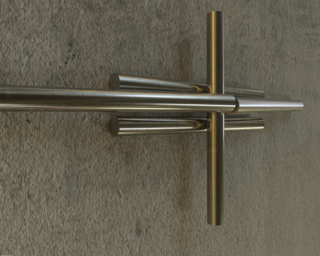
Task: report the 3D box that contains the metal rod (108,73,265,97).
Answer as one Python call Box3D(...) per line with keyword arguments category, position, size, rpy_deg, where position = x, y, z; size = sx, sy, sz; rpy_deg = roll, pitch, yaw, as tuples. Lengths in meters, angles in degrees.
Box3D(category="metal rod", position=(0.062, -0.055, 0.459), size=(0.302, 0.025, 0.025), rpy_deg=(-1, 91, -40))

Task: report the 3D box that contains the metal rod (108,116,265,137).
Box3D(category="metal rod", position=(0.062, -0.005, 0.460), size=(0.302, 0.025, 0.025), rpy_deg=(-1, 91, -40))

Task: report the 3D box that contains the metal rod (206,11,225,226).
Box3D(category="metal rod", position=(0.079, -0.013, 0.443), size=(0.025, 0.025, 0.298), rpy_deg=(0, 90, -40))

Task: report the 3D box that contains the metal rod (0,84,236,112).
Box3D(category="metal rod", position=(-0.035, -0.030, 0.345), size=(0.303, 0.025, 0.025), rpy_deg=(-2, 91, -31))

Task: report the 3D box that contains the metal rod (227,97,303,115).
Box3D(category="metal rod", position=(0.194, -0.039, 0.540), size=(0.302, 0.025, 0.025), rpy_deg=(-5, 94, -50))
